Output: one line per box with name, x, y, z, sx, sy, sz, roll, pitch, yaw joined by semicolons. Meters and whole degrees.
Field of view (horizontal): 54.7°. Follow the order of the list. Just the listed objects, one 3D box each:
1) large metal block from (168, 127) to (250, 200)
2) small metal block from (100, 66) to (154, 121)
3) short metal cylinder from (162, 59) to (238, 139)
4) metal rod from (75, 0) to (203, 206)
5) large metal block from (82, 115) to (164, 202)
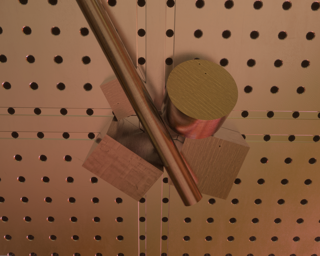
large metal block;0.061;0.040;0.415;0.080;0.050;0.079;16;109;-7
small metal block;-0.041;-0.044;0.397;0.050;0.025;0.050;-23;109;8
short metal cylinder;0.045;-0.033;0.365;0.081;0.080;0.050;8;153;-4
metal rod;-0.028;-0.042;0.365;0.025;0.025;0.299;-27;97;9
large metal block;-0.043;0.034;0.396;0.080;0.080;0.050;35;106;-13
